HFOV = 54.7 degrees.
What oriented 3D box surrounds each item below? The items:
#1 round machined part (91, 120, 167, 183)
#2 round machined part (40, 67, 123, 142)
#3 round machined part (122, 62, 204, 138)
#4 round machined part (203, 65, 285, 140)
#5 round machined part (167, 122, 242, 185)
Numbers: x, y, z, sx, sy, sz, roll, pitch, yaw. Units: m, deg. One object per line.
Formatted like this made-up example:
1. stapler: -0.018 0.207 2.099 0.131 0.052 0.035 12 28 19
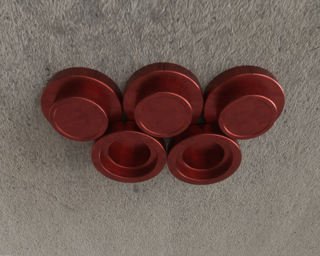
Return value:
1. round machined part: -0.041 0.027 0.420 0.099 0.042 0.097 -1 130 0
2. round machined part: -0.095 -0.022 0.378 0.099 0.042 0.097 -1 130 0
3. round machined part: 0.004 -0.027 0.375 0.099 0.042 0.097 -1 130 0
4. round machined part: 0.103 -0.024 0.379 0.099 0.042 0.097 -1 130 0
5. round machined part: 0.058 0.031 0.425 0.099 0.042 0.097 -1 130 0
